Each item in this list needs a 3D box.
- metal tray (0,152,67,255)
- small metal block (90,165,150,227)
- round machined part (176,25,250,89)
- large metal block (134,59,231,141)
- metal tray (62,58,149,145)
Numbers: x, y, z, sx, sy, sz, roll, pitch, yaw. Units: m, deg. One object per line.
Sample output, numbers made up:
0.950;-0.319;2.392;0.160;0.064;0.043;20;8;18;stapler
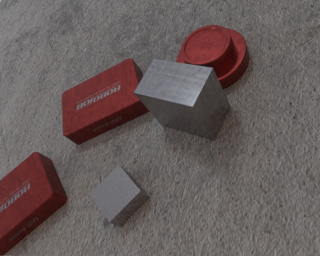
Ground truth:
-0.203;0.107;0.439;0.130;0.030;0.090;-40;51;0;metal tray
-0.049;0.082;0.378;0.050;0.025;0.050;-45;51;-4;small metal block
0.067;-0.099;0.418;0.098;0.042;0.098;-13;56;20;round machined part
0.029;-0.033;0.373;0.080;0.080;0.050;17;71;34;large metal block
-0.085;-0.040;0.468;0.130;0.030;0.090;-24;53;12;metal tray
